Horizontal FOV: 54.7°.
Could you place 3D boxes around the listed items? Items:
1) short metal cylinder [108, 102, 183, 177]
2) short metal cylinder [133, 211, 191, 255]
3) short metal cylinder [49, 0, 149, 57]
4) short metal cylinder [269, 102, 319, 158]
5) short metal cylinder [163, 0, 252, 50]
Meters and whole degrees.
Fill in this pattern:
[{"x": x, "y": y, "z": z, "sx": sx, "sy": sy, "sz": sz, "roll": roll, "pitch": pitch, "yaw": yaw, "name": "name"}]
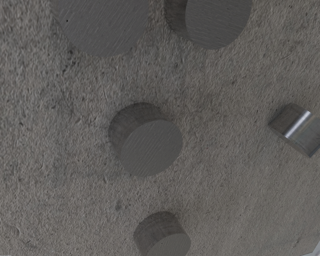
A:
[{"x": -0.019, "y": 0.014, "z": 0.389, "sx": 0.081, "sy": 0.050, "sz": 0.079, "roll": -14, "pitch": 124, "yaw": -21, "name": "short metal cylinder"}, {"x": 0.003, "y": 0.184, "z": 0.506, "sx": 0.081, "sy": 0.050, "sz": 0.079, "roll": -14, "pitch": 124, "yaw": -21, "name": "short metal cylinder"}, {"x": -0.057, "y": -0.113, "z": 0.289, "sx": 0.081, "sy": 0.050, "sz": 0.079, "roll": -14, "pitch": 124, "yaw": -21, "name": "short metal cylinder"}, {"x": 0.223, "y": 0.004, "z": 0.495, "sx": 0.080, "sy": 0.080, "sz": 0.050, "roll": 33, "pitch": 100, "yaw": -38, "name": "short metal cylinder"}, {"x": 0.051, "y": -0.132, "z": 0.337, "sx": 0.081, "sy": 0.050, "sz": 0.079, "roll": -14, "pitch": 124, "yaw": -21, "name": "short metal cylinder"}]
